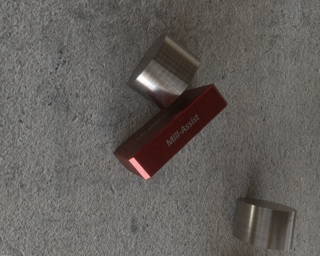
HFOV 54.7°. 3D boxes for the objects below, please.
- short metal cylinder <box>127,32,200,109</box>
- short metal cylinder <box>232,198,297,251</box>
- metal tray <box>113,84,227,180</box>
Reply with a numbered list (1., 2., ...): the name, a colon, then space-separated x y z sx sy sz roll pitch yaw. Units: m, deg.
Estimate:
1. short metal cylinder: 0.003 -0.070 0.381 0.050 0.080 0.080 35 79 -17
2. short metal cylinder: 0.146 0.132 0.434 0.081 0.080 0.050 10 87 -20
3. metal tray: 0.009 0.002 0.378 0.130 0.090 0.030 -42 104 -15
